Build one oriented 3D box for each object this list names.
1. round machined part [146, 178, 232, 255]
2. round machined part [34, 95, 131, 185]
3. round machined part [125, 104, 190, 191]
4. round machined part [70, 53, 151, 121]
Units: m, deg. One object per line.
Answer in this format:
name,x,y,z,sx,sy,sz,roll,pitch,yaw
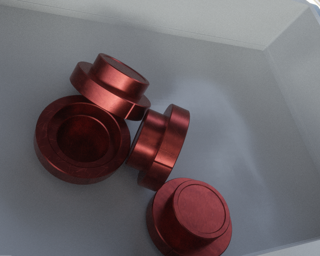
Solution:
round machined part,0.038,0.098,0.345,0.099,0.042,0.098,15,46,-16
round machined part,-0.085,0.016,0.339,0.099,0.042,0.098,13,56,-21
round machined part,-0.007,0.017,0.345,0.042,0.097,0.098,23,53,-7
round machined part,-0.052,-0.053,0.367,0.098,0.042,0.098,31,15,-9
